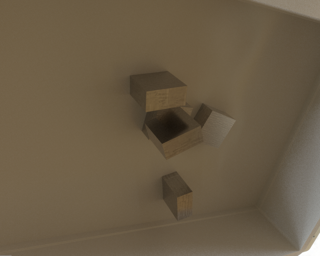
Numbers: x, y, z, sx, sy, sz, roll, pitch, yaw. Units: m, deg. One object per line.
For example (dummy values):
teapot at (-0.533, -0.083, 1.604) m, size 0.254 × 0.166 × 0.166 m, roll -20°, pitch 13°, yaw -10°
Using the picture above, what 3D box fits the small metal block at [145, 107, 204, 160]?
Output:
small metal block at (0.016, 0.005, 0.374) m, size 0.050 × 0.050 × 0.025 m, roll -25°, pitch 128°, yaw -14°

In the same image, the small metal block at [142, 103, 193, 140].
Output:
small metal block at (0.009, -0.011, 0.408) m, size 0.050 × 0.025 × 0.050 m, roll 3°, pitch 117°, yaw -30°

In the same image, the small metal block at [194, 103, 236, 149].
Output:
small metal block at (0.074, -0.002, 0.450) m, size 0.050 × 0.025 × 0.050 m, roll 18°, pitch 109°, yaw -36°

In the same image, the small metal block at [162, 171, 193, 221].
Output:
small metal block at (0.026, 0.104, 0.473) m, size 0.025 × 0.050 × 0.050 m, roll -16°, pitch 125°, yaw -20°

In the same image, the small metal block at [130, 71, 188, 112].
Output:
small metal block at (-0.003, -0.044, 0.365) m, size 0.050 × 0.050 × 0.025 m, roll -11°, pitch 123°, yaw -23°
